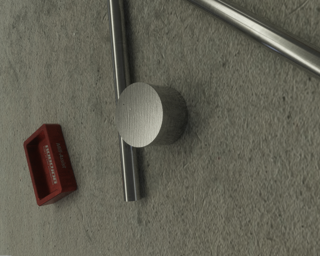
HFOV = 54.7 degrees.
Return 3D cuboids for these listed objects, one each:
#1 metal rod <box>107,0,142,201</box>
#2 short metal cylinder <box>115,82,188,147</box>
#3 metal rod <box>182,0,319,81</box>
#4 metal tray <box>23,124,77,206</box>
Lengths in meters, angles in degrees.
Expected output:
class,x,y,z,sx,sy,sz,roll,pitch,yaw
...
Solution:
class,x,y,z,sx,sy,sz,roll,pitch,yaw
metal rod,-0.052,-0.047,0.448,0.025,0.025,0.298,-9,84,39
short metal cylinder,-0.011,-0.016,0.398,0.080,0.050,0.080,0,90,40
metal rod,0.080,-0.122,0.338,0.300,0.025,0.025,44,117,31
metal tray,-0.205,0.068,0.570,0.090,0.030,0.130,-32,70,35
